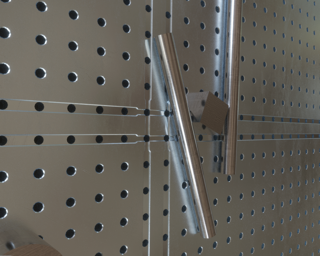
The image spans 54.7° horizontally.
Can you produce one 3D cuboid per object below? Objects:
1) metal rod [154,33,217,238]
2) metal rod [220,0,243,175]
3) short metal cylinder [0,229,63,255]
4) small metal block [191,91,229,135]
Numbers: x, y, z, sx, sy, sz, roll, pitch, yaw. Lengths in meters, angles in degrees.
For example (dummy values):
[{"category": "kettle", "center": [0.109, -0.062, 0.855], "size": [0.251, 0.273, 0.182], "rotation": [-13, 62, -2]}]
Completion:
[{"category": "metal rod", "center": [0.039, 0.018, 0.441], "size": [0.025, 0.025, 0.298], "rotation": [-23, 104, -38]}, {"category": "metal rod", "center": [0.118, -0.075, 0.506], "size": [0.025, 0.025, 0.298], "rotation": [5, 87, -40]}, {"category": "short metal cylinder", "center": [-0.132, 0.140, 0.283], "size": [0.081, 0.050, 0.080], "rotation": [0, 90, -40]}, {"category": "small metal block", "center": [0.074, -0.022, 0.471], "size": [0.050, 0.025, 0.050], "rotation": [29, 72, -36]}]
